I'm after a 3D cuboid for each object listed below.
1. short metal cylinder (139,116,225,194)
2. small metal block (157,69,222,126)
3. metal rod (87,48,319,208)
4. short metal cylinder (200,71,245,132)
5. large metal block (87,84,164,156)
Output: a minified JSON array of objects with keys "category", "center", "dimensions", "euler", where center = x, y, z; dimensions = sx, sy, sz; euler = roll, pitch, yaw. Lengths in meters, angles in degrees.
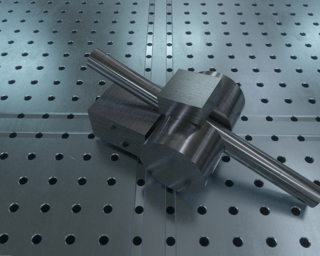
[{"category":"short metal cylinder","center":[0.024,0.028,0.344],"dimensions":[0.080,0.080,0.050],"euler":[24,54,18]},{"category":"small metal block","center":[0.032,-0.034,0.329],"dimensions":[0.050,0.025,0.050],"euler":[18,52,25]},{"category":"metal rod","center":[0.046,-0.004,0.355],"dimensions":[0.301,0.025,0.025],"euler":[33,56,6]},{"category":"short metal cylinder","center":[0.059,-0.024,0.389],"dimensions":[0.080,0.080,0.050],"euler":[22,54,17]},{"category":"large metal block","center":[-0.032,-0.018,0.398],"dimensions":[0.080,0.050,0.080],"euler":[23,54,18]}]
